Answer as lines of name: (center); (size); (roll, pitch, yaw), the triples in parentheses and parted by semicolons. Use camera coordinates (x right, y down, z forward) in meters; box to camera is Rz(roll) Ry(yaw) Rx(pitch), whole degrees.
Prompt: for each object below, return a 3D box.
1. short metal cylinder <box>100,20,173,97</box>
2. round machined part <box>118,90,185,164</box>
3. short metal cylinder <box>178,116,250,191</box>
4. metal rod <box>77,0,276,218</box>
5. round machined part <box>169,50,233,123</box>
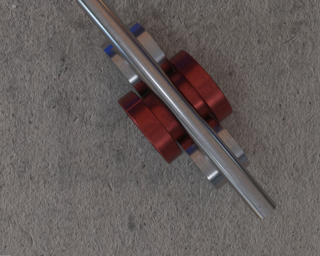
short metal cylinder: (-0.028, -0.084, 0.383); (0.050, 0.080, 0.080); (-39, 91, 0)
round machined part: (-0.004, -0.007, 0.373); (0.042, 0.098, 0.098); (-39, 91, -4)
short metal cylinder: (0.065, 0.030, 0.384); (0.050, 0.080, 0.080); (-39, 91, 0)
metal rod: (0.018, -0.026, 0.332); (0.025, 0.025, 0.300); (-40, 91, 0)
round machined part: (0.040, -0.043, 0.375); (0.042, 0.098, 0.098); (-39, 90, 5)
